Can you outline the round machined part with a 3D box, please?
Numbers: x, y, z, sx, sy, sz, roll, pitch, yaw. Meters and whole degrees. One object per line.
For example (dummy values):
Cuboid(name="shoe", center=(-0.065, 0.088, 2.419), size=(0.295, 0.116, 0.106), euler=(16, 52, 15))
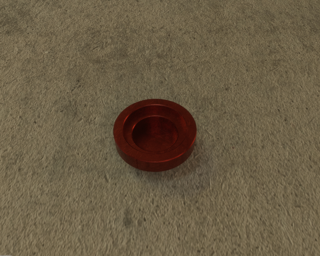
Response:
Cuboid(name="round machined part", center=(-0.006, 0.013, 0.382), size=(0.099, 0.042, 0.098), euler=(0, 50, 0))
